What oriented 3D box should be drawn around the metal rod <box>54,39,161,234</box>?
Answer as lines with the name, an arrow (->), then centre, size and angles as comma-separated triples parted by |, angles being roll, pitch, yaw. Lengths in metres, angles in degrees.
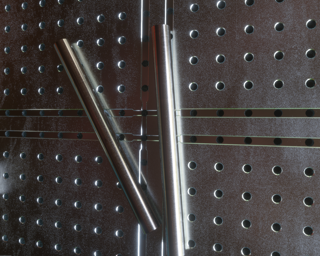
metal rod -> -0.079, 0.005, 0.438 | 0.025, 0.025, 0.299 | -30, 80, 17

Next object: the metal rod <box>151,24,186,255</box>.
metal rod -> 0.011, 0.015, 0.407 | 0.025, 0.025, 0.298 | -4, 89, 19
